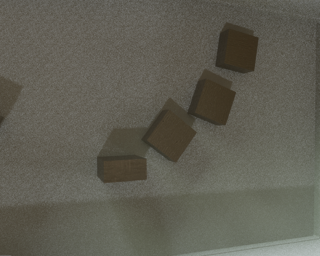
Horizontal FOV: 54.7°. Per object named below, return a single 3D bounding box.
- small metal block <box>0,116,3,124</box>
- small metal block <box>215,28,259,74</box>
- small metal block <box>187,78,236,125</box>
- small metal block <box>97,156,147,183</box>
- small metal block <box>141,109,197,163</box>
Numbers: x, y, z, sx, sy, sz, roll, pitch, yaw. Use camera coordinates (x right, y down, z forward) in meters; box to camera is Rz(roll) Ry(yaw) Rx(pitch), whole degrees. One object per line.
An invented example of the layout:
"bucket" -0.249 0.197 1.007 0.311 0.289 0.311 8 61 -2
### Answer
"small metal block" -0.198 -0.011 0.324 0.050 0.050 0.025 25 82 -19
"small metal block" 0.112 -0.111 0.451 0.050 0.025 0.050 9 87 -20
"small metal block" 0.073 -0.036 0.437 0.050 0.025 0.050 21 83 -19
"small metal block" -0.048 0.049 0.380 0.050 0.050 0.025 -1 91 -20
"small metal block" 0.012 0.011 0.415 0.050 0.025 0.050 39 78 -16
